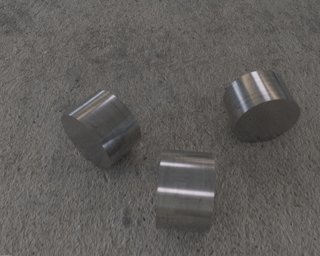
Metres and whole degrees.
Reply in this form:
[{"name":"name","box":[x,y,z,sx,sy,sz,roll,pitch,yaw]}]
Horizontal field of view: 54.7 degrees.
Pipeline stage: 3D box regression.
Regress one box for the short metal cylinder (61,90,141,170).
[{"name":"short metal cylinder","box":[-0.069,0.003,0.365,0.080,0.080,0.050,32,57,24]}]

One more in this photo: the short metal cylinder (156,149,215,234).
[{"name":"short metal cylinder","box":[0.025,0.063,0.315,0.050,0.080,0.080,5,50,4]}]

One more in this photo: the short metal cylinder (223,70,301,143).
[{"name":"short metal cylinder","box":[0.126,-0.025,0.389,0.081,0.080,0.050,-6,51,-6]}]
